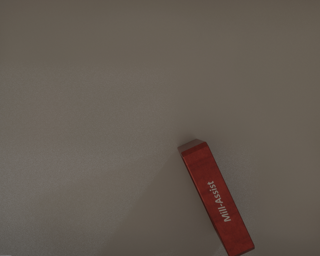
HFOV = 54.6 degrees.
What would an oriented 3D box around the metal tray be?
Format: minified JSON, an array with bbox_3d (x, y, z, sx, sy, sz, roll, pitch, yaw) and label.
[{"bbox_3d":[0.064,0.079,0.379,0.030,0.090,0.130,-25,90,0],"label":"metal tray"}]
